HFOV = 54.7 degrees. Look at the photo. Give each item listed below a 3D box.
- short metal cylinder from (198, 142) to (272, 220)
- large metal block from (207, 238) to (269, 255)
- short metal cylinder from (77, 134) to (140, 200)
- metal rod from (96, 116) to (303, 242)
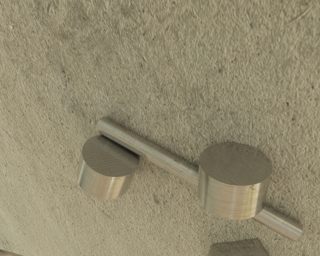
[{"bbox_3d":[0.085,0.060,0.363,0.080,0.080,0.050,12,123,21],"label":"short metal cylinder"},{"bbox_3d":[0.123,0.216,0.458,0.080,0.050,0.080,-24,106,36],"label":"large metal block"},{"bbox_3d":[-0.074,0.054,0.442,0.080,0.080,0.050,30,128,8],"label":"short metal cylinder"},{"bbox_3d":[0.045,0.064,0.421,0.301,0.025,0.025,28,128,9],"label":"metal rod"}]
